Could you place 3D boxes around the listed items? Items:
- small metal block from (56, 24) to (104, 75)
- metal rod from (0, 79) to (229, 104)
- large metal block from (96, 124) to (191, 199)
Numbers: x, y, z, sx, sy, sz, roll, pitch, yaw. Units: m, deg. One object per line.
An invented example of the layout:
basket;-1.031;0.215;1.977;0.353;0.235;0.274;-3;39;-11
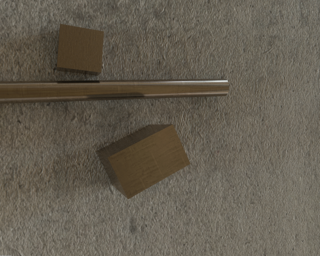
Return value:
small metal block;-0.097;-0.093;0.374;0.050;0.025;0.050;4;89;-20
metal rod;-0.049;-0.048;0.391;0.303;0.025;0.025;-4;92;-20
large metal block;-0.023;0.035;0.372;0.081;0.080;0.050;-27;99;-18
